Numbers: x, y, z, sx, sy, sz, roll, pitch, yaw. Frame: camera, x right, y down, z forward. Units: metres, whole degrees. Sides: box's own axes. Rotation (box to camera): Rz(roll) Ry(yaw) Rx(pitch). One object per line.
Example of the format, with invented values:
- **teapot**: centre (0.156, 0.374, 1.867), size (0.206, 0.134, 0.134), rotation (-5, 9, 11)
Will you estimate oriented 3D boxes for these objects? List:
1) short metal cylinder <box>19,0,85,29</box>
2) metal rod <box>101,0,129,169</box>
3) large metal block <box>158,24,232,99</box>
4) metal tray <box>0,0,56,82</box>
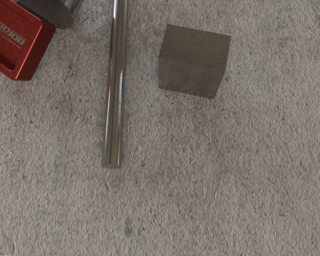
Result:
- **short metal cylinder**: centre (-0.154, -0.190, 0.446), size (0.080, 0.080, 0.050), rotation (15, 71, 5)
- **metal rod**: centre (-0.061, -0.092, 0.440), size (0.025, 0.025, 0.299), rotation (0, 70, 0)
- **large metal block**: centre (0.043, -0.085, 0.410), size (0.080, 0.080, 0.050), rotation (12, 71, 4)
- **metal tray**: centre (-0.219, -0.136, 0.430), size (0.130, 0.030, 0.090), rotation (35, 103, 11)
